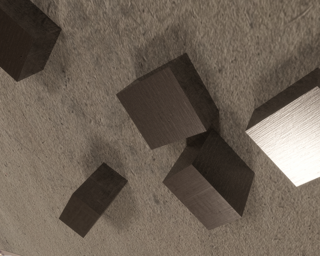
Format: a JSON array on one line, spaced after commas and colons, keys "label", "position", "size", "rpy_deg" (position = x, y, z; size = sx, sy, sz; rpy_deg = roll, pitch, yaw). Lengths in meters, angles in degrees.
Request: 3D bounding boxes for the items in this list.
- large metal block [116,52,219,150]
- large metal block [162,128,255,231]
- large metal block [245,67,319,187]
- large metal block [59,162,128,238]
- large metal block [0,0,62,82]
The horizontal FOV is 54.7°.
[{"label": "large metal block", "position": [0.010, -0.030, 0.366], "size": [0.080, 0.050, 0.080], "rpy_deg": [-21, 107, 35]}, {"label": "large metal block", "position": [0.062, 0.060, 0.375], "size": [0.080, 0.080, 0.050], "rpy_deg": [47, 129, -5]}, {"label": "large metal block", "position": [0.149, 0.001, 0.313], "size": [0.080, 0.050, 0.080], "rpy_deg": [46, 129, -5]}, {"label": "large metal block", "position": [-0.106, 0.115, 0.496], "size": [0.050, 0.080, 0.080], "rpy_deg": [38, 129, 2]}, {"label": "large metal block", "position": [-0.191, -0.123, 0.413], "size": [0.080, 0.050, 0.080], "rpy_deg": [43, 129, -2]}]
